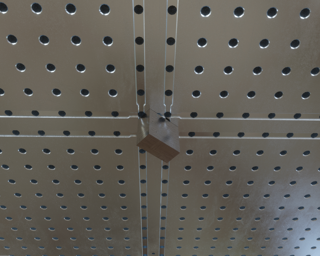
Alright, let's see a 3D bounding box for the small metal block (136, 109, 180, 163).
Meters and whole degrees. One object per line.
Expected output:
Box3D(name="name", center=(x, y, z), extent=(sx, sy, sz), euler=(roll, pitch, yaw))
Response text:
Box3D(name="small metal block", center=(-0.002, 0.010, 0.404), extent=(0.050, 0.050, 0.025), euler=(33, 123, -25))
